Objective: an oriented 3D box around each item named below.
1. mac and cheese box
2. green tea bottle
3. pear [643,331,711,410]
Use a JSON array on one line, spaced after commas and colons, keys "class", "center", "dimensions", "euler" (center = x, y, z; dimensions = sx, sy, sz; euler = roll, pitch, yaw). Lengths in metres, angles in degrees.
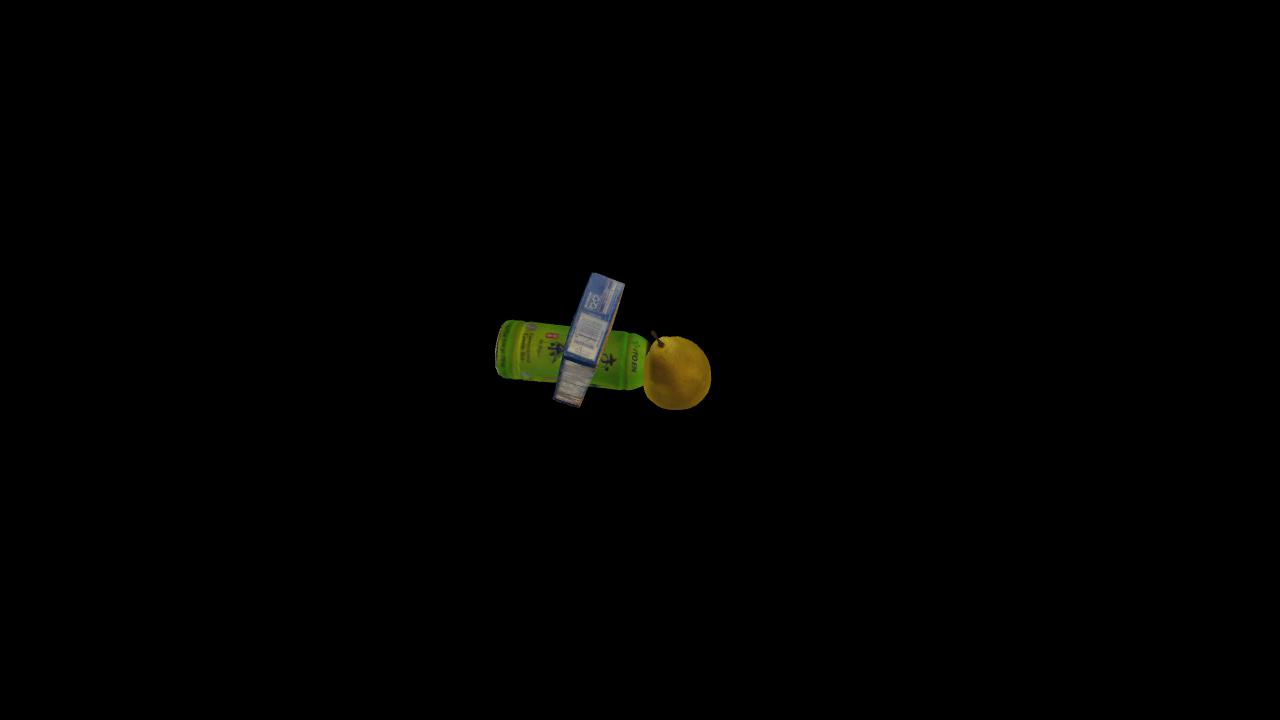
[{"class": "mac and cheese box", "center": [-0.060, -0.014, 0.674], "dimensions": [0.041, 0.093, 0.184], "euler": [18, -19, -5]}, {"class": "green tea bottle", "center": [-0.055, -0.004, 0.706], "dimensions": [0.212, 0.073, 0.073], "euler": [4, 0, 2]}, {"class": "pear", "center": [0.034, 0.007, 0.631], "dimensions": [0.080, 0.080, 0.111], "euler": [0, -19, 14]}]
